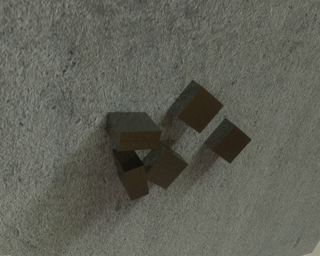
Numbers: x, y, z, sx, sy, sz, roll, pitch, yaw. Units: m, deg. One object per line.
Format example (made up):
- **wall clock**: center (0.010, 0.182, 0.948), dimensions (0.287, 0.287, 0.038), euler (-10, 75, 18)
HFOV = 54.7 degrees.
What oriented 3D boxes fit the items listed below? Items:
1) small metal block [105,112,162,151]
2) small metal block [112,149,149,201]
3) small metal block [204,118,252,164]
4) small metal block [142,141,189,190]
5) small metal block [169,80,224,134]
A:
- **small metal block**: center (-0.033, 0.003, 0.374), dimensions (0.050, 0.050, 0.025), euler (-2, 119, -28)
- **small metal block**: center (-0.038, 0.057, 0.405), dimensions (0.025, 0.050, 0.050), euler (-19, 126, -17)
- **small metal block**: center (0.105, 0.020, 0.476), dimensions (0.050, 0.025, 0.050), euler (34, 99, -39)
- **small metal block**: center (0.004, 0.054, 0.442), dimensions (0.050, 0.025, 0.050), euler (-49, 129, 6)
- **small metal block**: center (0.049, -0.028, 0.416), dimensions (0.050, 0.025, 0.050), euler (33, 100, -39)
